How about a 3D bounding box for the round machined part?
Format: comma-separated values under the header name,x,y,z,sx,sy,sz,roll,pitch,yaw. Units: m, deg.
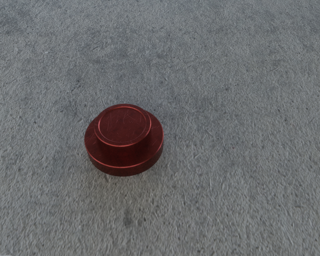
name,x,y,z,sx,sy,sz,roll,pitch,yaw
round machined part,-0.044,0.008,0.386,0.099,0.042,0.098,0,50,0
